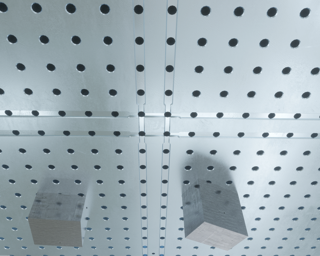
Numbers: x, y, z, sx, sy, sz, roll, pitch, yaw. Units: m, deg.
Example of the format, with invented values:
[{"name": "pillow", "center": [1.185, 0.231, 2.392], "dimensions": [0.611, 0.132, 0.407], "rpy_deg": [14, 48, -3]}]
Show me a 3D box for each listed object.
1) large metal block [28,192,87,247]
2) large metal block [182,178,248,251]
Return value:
[{"name": "large metal block", "center": [-0.170, 0.157, 0.526], "dimensions": [0.081, 0.050, 0.079], "rpy_deg": [5, 130, -5]}, {"name": "large metal block", "center": [0.085, 0.138, 0.495], "dimensions": [0.080, 0.080, 0.050], "rpy_deg": [24, 126, -19]}]
